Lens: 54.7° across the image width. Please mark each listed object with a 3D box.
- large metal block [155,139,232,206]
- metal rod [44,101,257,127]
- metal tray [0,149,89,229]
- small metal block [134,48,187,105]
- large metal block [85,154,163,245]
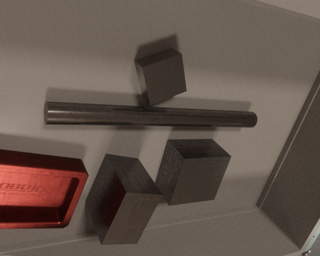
[{"bbox_3d":[0.047,0.063,0.460,0.081,0.050,0.079,0,118,-29],"label":"large metal block"},{"bbox_3d":[0.010,-0.014,0.406,0.303,0.025,0.025,1,118,-29],"label":"metal rod"},{"bbox_3d":[-0.162,0.074,0.363,0.131,0.030,0.089,12,112,-34],"label":"metal tray"},{"bbox_3d":[0.001,-0.062,0.372,0.050,0.025,0.050,-23,127,-15],"label":"small metal block"},{"bbox_3d":[-0.050,0.092,0.404,0.050,0.080,0.079,13,112,-34],"label":"large metal block"}]
